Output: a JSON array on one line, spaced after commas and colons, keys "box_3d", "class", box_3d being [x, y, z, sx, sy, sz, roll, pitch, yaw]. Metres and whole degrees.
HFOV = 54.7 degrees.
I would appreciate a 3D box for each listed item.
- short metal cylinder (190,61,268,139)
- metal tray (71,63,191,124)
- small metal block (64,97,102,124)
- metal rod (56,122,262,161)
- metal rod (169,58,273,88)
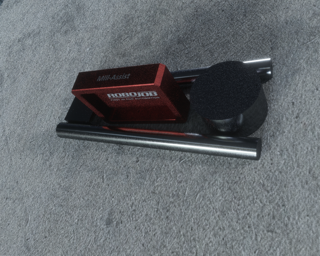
[{"box_3d": [0.082, -0.032, 0.365, 0.080, 0.050, 0.080, -13, 56, 21], "class": "short metal cylinder"}, {"box_3d": [-0.037, -0.040, 0.406, 0.130, 0.090, 0.030, 0, 62, 28], "class": "metal tray"}, {"box_3d": [-0.113, -0.027, 0.482, 0.050, 0.025, 0.050, 5, 64, 30], "class": "small metal block"}, {"box_3d": [-0.023, 0.013, 0.410, 0.300, 0.025, 0.025, 4, 64, 30], "class": "metal rod"}, {"box_3d": [0.002, -0.068, 0.446, 0.300, 0.025, 0.025, -2, 61, 27], "class": "metal rod"}]
